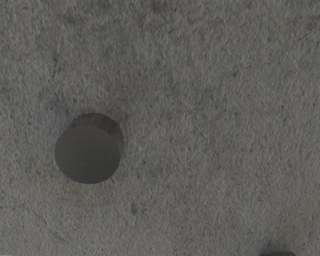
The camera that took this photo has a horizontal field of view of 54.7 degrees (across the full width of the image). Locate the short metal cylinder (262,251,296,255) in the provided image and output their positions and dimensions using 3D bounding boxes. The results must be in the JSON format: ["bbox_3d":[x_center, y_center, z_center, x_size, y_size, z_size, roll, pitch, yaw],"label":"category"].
[{"bbox_3d":[0.186,0.233,0.469,0.050,0.080,0.079,-11,110,4],"label":"short metal cylinder"}]

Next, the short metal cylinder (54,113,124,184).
[{"bbox_3d":[-0.090,0.026,0.405,0.081,0.050,0.079,0,110,-1],"label":"short metal cylinder"}]
